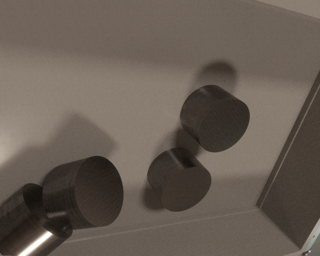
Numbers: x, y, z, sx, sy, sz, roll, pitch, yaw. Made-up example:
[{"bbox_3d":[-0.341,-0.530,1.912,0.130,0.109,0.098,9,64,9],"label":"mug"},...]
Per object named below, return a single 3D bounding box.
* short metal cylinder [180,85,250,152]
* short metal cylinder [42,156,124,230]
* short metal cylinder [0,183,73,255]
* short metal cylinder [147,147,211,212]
[{"bbox_3d":[0.075,-0.013,0.427,0.081,0.050,0.079,-14,125,-21],"label":"short metal cylinder"},{"bbox_3d":[-0.088,0.077,0.365,0.050,0.080,0.080,-16,137,29],"label":"short metal cylinder"},{"bbox_3d":[-0.149,0.112,0.361,0.050,0.080,0.080,-40,130,-1],"label":"short metal cylinder"},{"bbox_3d":[0.028,0.076,0.457,0.081,0.050,0.079,-14,125,-21],"label":"short metal cylinder"}]
